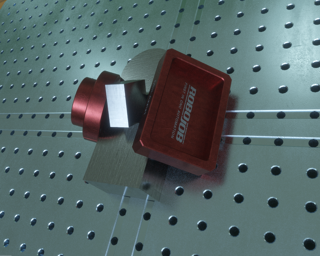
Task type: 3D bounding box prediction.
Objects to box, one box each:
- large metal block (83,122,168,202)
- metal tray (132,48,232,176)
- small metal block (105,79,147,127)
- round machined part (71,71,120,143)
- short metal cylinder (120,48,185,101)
[{"bbox_3d":[-0.037,0.040,0.387,0.080,0.050,0.080,2,63,29],"label":"large metal block"},{"bbox_3d":[0.030,-0.020,0.365,0.030,0.091,0.130,139,150,-62],"label":"metal tray"},{"bbox_3d":[-0.039,-0.031,0.377,0.025,0.050,0.050,1,105,26],"label":"small metal block"},{"bbox_3d":[-0.089,-0.031,0.422,0.042,0.098,0.098,16,66,-1],"label":"round machined part"},{"bbox_3d":[-0.008,-0.064,0.435,0.080,0.050,0.080,-13,56,21],"label":"short metal cylinder"}]
